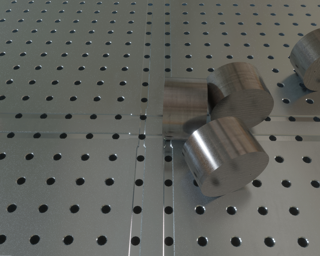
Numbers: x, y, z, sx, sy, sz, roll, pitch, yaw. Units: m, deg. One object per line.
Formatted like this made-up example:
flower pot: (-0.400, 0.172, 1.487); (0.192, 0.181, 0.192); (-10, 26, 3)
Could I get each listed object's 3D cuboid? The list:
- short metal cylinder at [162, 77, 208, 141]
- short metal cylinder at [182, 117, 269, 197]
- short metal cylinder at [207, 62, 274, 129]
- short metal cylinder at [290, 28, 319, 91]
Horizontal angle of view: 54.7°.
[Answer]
short metal cylinder: (0.030, -0.024, 0.392); (0.050, 0.080, 0.080); (3, 50, 2)
short metal cylinder: (0.072, 0.033, 0.345); (0.081, 0.080, 0.050); (-16, 52, -13)
short metal cylinder: (0.100, -0.039, 0.406); (0.081, 0.080, 0.050); (-5, 50, -5)
short metal cylinder: (0.244, -0.101, 0.460); (0.081, 0.080, 0.050); (-6, 51, -5)
